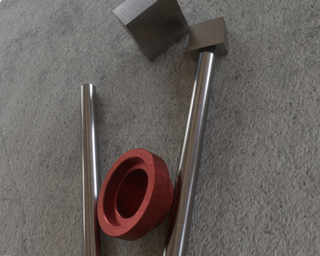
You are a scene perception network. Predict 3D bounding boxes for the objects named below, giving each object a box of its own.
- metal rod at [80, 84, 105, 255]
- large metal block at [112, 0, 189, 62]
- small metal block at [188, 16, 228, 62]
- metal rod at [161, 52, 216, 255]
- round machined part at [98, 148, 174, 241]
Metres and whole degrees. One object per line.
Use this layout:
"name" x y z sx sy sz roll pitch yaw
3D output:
"metal rod" -0.092 0.057 0.415 0.025 0.025 0.299 -22 54 15
"large metal block" -0.011 -0.163 0.473 0.080 0.080 0.050 -38 51 3
"small metal block" 0.069 -0.127 0.444 0.050 0.025 0.050 -9 58 23
"metal rod" 0.035 0.035 0.362 0.025 0.025 0.300 -2 61 27
"round machined part" -0.023 0.075 0.344 0.098 0.042 0.098 -31 44 35
